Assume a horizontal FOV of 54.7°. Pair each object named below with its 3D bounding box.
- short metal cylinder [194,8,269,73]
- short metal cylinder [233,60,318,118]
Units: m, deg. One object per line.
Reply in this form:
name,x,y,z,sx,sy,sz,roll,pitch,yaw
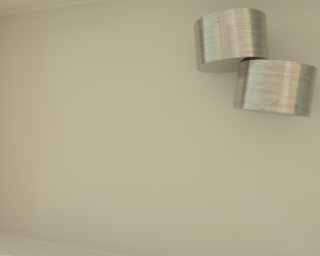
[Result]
short metal cylinder,0.080,-0.095,0.353,0.080,0.080,0.050,-4,89,20
short metal cylinder,0.124,-0.041,0.337,0.080,0.080,0.050,9,93,20
